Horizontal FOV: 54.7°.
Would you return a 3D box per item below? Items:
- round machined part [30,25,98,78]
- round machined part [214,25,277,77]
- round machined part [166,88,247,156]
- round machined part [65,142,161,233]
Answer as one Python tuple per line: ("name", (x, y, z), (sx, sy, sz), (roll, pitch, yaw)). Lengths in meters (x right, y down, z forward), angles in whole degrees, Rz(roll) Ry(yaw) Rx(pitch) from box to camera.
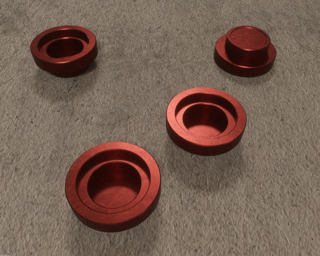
("round machined part", (-0.147, -0.117, 0.488), (0.099, 0.042, 0.098), (0, 50, 0))
("round machined part", (0.140, -0.130, 0.503), (0.099, 0.042, 0.098), (0, 50, 0))
("round machined part", (0.057, -0.004, 0.396), (0.099, 0.042, 0.098), (0, 50, 0))
("round machined part", (-0.048, 0.066, 0.336), (0.099, 0.042, 0.098), (0, 50, 0))
